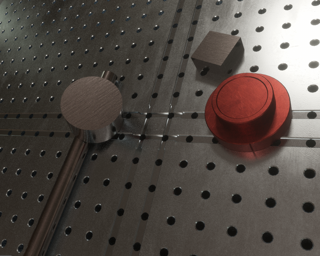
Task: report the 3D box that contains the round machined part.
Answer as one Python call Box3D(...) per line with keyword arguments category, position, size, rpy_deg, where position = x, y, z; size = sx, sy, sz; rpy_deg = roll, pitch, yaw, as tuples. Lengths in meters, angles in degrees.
Box3D(category="round machined part", position=(0.099, -0.025, 0.360), size=(0.098, 0.042, 0.098), rpy_deg=(-13, 56, 20))

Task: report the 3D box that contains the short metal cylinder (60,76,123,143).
Box3D(category="short metal cylinder", position=(-0.092, -0.025, 0.432), size=(0.081, 0.050, 0.080), rpy_deg=(2, 67, -4))

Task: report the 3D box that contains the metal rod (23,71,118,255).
Box3D(category="metal rod", position=(-0.122, 0.046, 0.441), size=(0.025, 0.025, 0.300), rpy_deg=(4, 63, 29))

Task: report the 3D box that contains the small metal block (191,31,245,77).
Box3D(category="small metal block", position=(0.080, -0.103, 0.429), size=(0.050, 0.025, 0.050), rpy_deg=(26, 76, 36))
